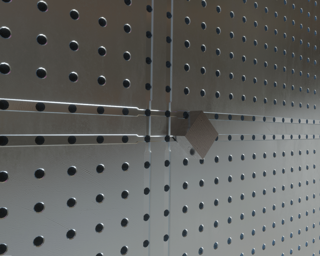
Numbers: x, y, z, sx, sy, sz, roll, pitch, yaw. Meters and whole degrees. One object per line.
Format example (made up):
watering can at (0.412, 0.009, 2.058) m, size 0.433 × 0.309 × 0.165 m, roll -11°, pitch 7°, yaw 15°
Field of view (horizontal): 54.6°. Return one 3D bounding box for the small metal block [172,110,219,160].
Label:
small metal block at (0.053, 0.010, 0.452) m, size 0.050 × 0.025 × 0.050 m, roll 51°, pitch 60°, yaw -28°
